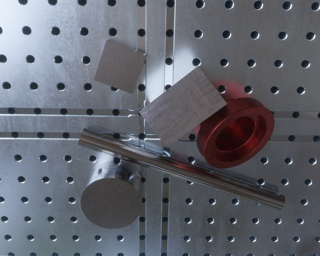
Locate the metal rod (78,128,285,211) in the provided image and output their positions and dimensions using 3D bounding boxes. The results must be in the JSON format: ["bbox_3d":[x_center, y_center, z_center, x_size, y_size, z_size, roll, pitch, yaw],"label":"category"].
[{"bbox_3d":[0.036,0.060,0.436,0.302,0.025,0.025,19,109,-8],"label":"metal rod"}]

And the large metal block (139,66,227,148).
[{"bbox_3d":[0.029,-0.029,0.369,0.080,0.080,0.050,-37,94,12],"label":"large metal block"}]

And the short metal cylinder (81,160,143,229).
[{"bbox_3d":[-0.065,0.092,0.433,0.081,0.050,0.079,0,110,-1],"label":"short metal cylinder"}]

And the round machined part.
[{"bbox_3d":[0.090,0.002,0.392,0.099,0.042,0.097,-14,132,-16],"label":"round machined part"}]

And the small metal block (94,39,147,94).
[{"bbox_3d":[-0.048,-0.076,0.385,0.050,0.025,0.050,20,109,-8],"label":"small metal block"}]
